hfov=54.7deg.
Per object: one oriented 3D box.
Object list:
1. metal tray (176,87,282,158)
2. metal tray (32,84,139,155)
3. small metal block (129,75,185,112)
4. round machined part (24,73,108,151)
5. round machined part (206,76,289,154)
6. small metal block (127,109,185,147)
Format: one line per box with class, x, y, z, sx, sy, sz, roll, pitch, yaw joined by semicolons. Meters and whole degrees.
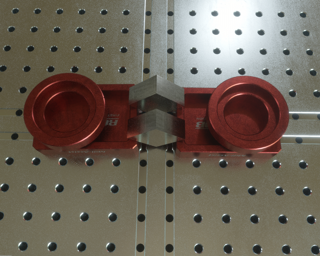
metal tray;0.087;-0.007;0.412;0.131;0.030;0.090;1;70;0
metal tray;-0.095;-0.012;0.414;0.131;0.030;0.090;-1;72;-1
small metal block;-0.004;-0.040;0.398;0.050;0.050;0.025;-18;63;41
round machined part;-0.116;-0.017;0.395;0.099;0.042;0.098;0;70;0
round machined part;0.108;-0.014;0.395;0.099;0.042;0.098;0;70;0
small metal block;-0.005;0.001;0.382;0.050;0.050;0.025;-18;63;41
